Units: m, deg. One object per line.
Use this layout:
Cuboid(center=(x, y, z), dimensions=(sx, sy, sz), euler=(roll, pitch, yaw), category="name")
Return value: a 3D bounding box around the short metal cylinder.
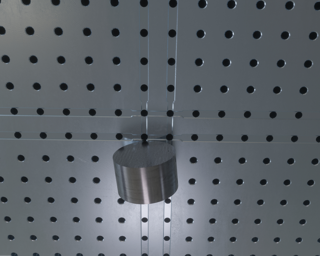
Cuboid(center=(-0.018, 0.055, 0.404), dimensions=(0.080, 0.080, 0.050), euler=(-5, 110, 2), category="short metal cylinder")
